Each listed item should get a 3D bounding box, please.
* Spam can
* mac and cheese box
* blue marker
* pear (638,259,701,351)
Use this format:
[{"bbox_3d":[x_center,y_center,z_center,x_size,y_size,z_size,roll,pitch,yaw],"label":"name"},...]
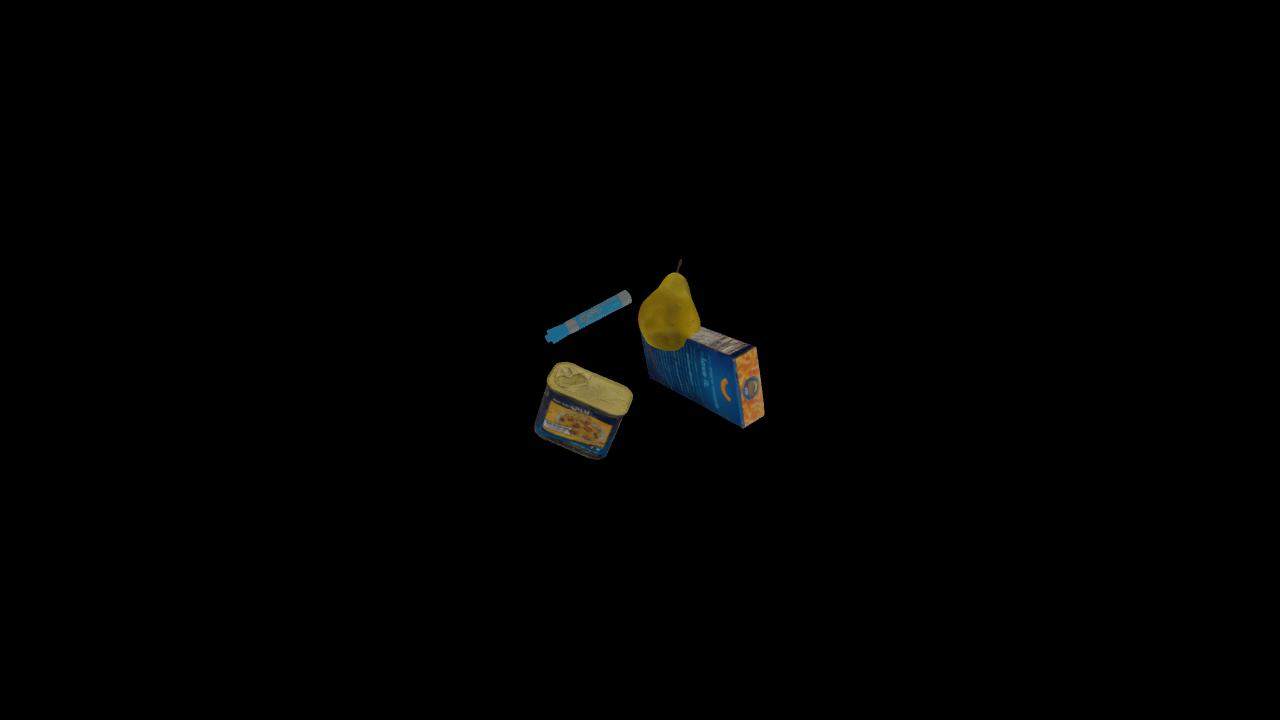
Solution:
[{"bbox_3d":[-0.070,0.063,0.738,0.101,0.085,0.058,23,36,1],"label":"Spam can"},{"bbox_3d":[0.069,0.005,0.743,0.041,0.093,0.184,-26,30,-26],"label":"mac and cheese box"},{"bbox_3d":[-0.065,-0.053,0.769,0.121,0.020,0.020,-30,11,-19],"label":"blue marker"},{"bbox_3d":[0.038,-0.067,0.741,0.080,0.111,0.080,8,-34,6],"label":"pear"}]
